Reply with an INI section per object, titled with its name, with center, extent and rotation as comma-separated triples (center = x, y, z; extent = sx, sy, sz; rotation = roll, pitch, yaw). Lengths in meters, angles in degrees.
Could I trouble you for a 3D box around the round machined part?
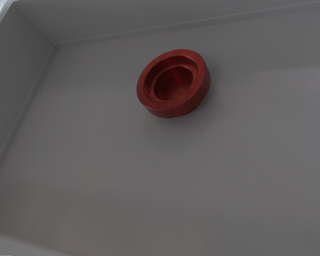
[round machined part]
center = 0.022, -0.055, 0.418
extent = 0.098, 0.042, 0.098
rotation = -13, 56, 21
